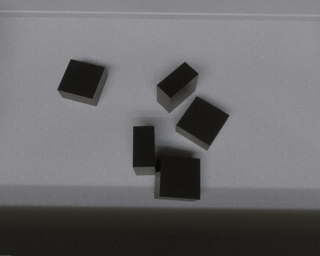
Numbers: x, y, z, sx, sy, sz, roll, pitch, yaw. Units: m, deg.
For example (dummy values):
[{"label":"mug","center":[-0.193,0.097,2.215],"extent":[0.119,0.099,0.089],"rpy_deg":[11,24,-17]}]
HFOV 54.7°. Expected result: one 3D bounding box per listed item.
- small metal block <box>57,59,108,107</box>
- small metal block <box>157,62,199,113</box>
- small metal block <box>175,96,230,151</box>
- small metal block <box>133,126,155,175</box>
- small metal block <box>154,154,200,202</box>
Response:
[{"label":"small metal block","center":[-0.107,-0.063,0.432],"extent":[0.050,0.025,0.050],"rpy_deg":[15,71,5]},{"label":"small metal block","center":[0.023,-0.053,0.416],"extent":[0.050,0.050,0.025],"rpy_deg":[-41,75,-14]},{"label":"small metal block","center":[0.056,-0.006,0.412],"extent":[0.050,0.025,0.050],"rpy_deg":[32,73,11]},{"label":"small metal block","center":[-0.019,0.029,0.385],"extent":[0.025,0.050,0.050],"rpy_deg":[-1,70,0]},{"label":"small metal block","center":[0.021,0.062,0.380],"extent":[0.050,0.025,0.050],"rpy_deg":[8,70,-14]}]
